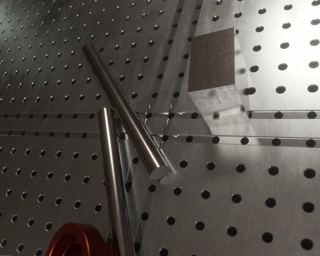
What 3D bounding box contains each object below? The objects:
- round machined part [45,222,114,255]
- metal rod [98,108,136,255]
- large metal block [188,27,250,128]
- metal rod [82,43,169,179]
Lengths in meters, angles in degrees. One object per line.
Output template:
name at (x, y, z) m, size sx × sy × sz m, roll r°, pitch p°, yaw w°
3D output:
round machined part at (-0.085, 0.154, 0.332) m, size 0.098 × 0.042 × 0.098 m, roll -23°, pitch 57°, yaw 41°
metal rod at (-0.050, 0.096, 0.374) m, size 0.025 × 0.025 × 0.299 m, roll -24°, pitch 53°, yaw 13°
large metal block at (0.073, -0.057, 0.369) m, size 0.050 × 0.080 × 0.080 m, roll -7°, pitch 59°, yaw 24°
metal rod at (-0.064, -0.044, 0.467) m, size 0.025 × 0.025 × 0.300 m, roll -36°, pitch 51°, yaw 4°
